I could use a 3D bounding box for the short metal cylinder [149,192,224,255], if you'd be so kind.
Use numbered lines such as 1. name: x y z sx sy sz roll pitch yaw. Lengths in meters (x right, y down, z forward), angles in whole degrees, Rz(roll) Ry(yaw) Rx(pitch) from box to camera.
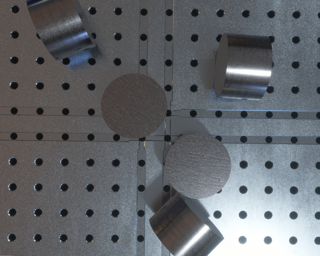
1. short metal cylinder: 0.033 0.125 0.386 0.080 0.080 0.050 45 90 -1

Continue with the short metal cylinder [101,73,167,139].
1. short metal cylinder: -0.031 -0.027 0.401 0.081 0.050 0.079 0 90 -1

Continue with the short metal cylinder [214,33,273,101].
1. short metal cylinder: 0.101 -0.076 0.387 0.050 0.080 0.079 4 90 0

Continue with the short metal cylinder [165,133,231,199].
1. short metal cylinder: 0.046 0.046 0.402 0.081 0.050 0.079 0 90 -1

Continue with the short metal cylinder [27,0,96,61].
1. short metal cylinder: -0.120 -0.130 0.384 0.050 0.080 0.080 -21 90 0
